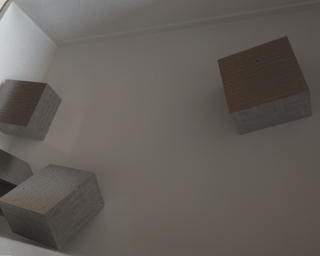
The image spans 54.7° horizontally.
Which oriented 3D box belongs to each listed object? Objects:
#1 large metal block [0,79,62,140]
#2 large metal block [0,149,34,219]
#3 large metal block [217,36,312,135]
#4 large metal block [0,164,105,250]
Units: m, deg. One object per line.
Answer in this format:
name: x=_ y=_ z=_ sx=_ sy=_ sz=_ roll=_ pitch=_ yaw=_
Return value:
large metal block: x=-0.225 y=-0.031 z=0.516 sx=0.080 sy=0.050 sz=0.080 roll=8 pitch=65 yaw=16
large metal block: x=-0.225 y=0.077 z=0.442 sx=0.050 sy=0.080 sz=0.080 roll=-44 pitch=51 yaw=-2
large metal block: x=0.118 y=-0.047 z=0.357 sx=0.080 sy=0.050 sz=0.080 roll=-17 pitch=55 yaw=19
large metal block: x=-0.130 y=0.091 z=0.378 sx=0.080 sy=0.050 sz=0.080 roll=5 pitch=28 yaw=30
